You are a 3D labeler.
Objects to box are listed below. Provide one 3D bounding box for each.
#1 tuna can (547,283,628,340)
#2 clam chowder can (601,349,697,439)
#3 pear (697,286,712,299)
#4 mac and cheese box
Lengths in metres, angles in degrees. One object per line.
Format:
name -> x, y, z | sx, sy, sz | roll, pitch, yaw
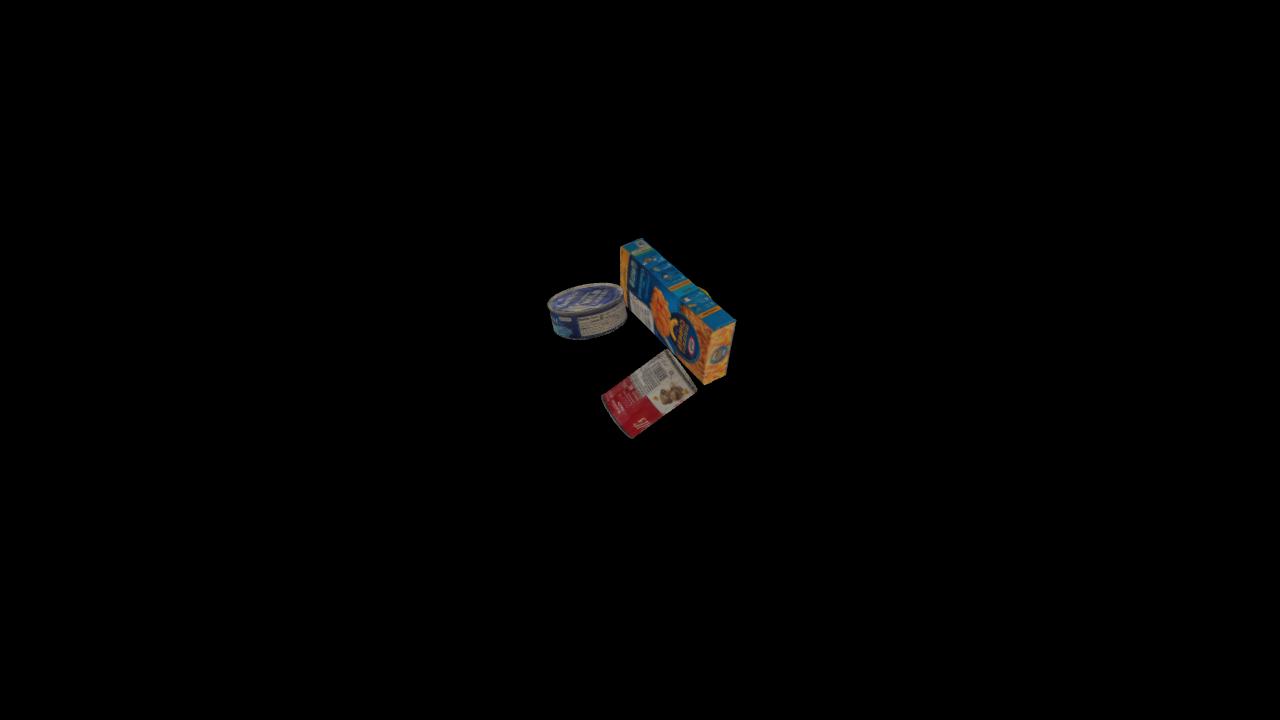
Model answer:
tuna can -> -0.056, -0.054, 0.670 | 0.084, 0.034, 0.084 | -8, 26, 4
clam chowder can -> 0.012, 0.041, 0.762 | 0.102, 0.068, 0.068 | -37, -4, 6
pear -> 0.069, -0.050, 0.758 | 0.080, 0.080, 0.111 | 0, 17, -31
mac and cheese box -> 0.040, -0.062, 0.756 | 0.041, 0.093, 0.184 | -25, 52, -25
